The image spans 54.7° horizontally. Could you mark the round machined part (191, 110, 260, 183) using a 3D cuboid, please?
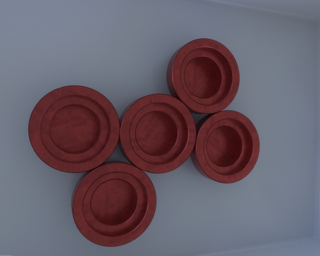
[{"bbox_3d":[0.085,0.025,0.430,0.099,0.042,0.097,0,90,-20],"label":"round machined part"}]

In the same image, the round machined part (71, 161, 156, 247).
[{"bbox_3d":[-0.057,0.088,0.377,0.099,0.042,0.097,0,90,-20],"label":"round machined part"}]

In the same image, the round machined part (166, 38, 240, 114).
[{"bbox_3d":[0.054,-0.067,0.419,0.099,0.042,0.097,0,90,-20],"label":"round machined part"}]

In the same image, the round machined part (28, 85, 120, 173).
[{"bbox_3d":[-0.100,0.001,0.362,0.099,0.042,0.097,0,90,-20],"label":"round machined part"}]

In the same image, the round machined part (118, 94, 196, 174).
[{"bbox_3d":[-0.007,0.007,0.395,0.099,0.042,0.097,0,90,-20],"label":"round machined part"}]
